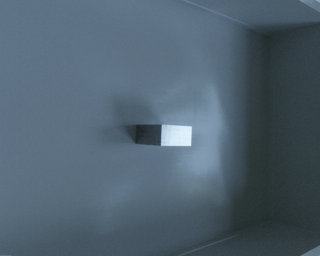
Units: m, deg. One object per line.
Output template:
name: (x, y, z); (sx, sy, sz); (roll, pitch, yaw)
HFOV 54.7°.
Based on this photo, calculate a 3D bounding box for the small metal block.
small metal block: (0.005, 0.009, 0.396); (0.050, 0.050, 0.025); (3, 88, -40)
